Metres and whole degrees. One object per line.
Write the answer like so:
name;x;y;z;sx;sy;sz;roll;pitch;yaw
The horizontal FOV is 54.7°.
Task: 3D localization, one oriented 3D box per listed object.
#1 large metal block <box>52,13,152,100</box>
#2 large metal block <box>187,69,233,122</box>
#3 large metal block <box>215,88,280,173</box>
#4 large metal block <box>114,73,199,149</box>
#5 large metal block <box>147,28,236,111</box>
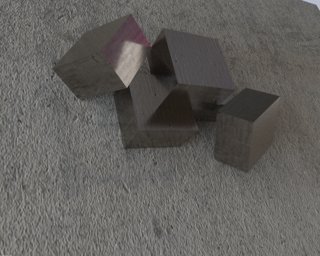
large metal block;-0.068;-0.086;0.378;0.050;0.080;0.080;55;43;-33
large metal block;0.053;-0.056;0.454;0.081;0.050;0.080;0;62;-29
large metal block;0.120;0.001;0.428;0.050;0.079;0.081;22;41;34
large metal block;-0.007;-0.021;0.397;0.081;0.050;0.080;0;62;-29
large metal block;0.037;-0.070;0.387;0.081;0.050;0.080;2;61;-28
